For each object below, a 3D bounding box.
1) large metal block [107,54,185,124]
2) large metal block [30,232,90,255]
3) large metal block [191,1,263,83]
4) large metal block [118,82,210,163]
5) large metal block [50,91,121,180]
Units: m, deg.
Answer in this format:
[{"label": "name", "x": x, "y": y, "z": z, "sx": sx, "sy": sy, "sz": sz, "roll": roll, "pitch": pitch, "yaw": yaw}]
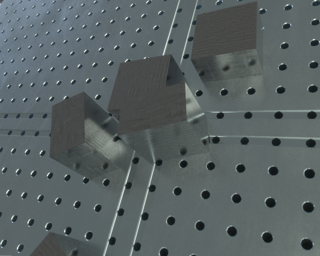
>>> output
[{"label": "large metal block", "x": -0.017, "y": -0.049, "z": 0.430, "sx": 0.080, "sy": 0.050, "sz": 0.080, "roll": -4, "pitch": 60, "yaw": 26}, {"label": "large metal block", "x": -0.113, "y": 0.177, "z": 0.341, "sx": 0.080, "sy": 0.050, "sz": 0.080, "roll": 33, "pitch": 80, "yaw": 38}, {"label": "large metal block", "x": 0.092, "y": -0.112, "z": 0.412, "sx": 0.080, "sy": 0.050, "sz": 0.080, "roll": -4, "pitch": 60, "yaw": 26}, {"label": "large metal block", "x": 0.007, "y": -0.002, "z": 0.369, "sx": 0.080, "sy": 0.080, "sz": 0.050, "roll": -13, "pitch": 57, "yaw": 21}, {"label": "large metal block", "x": -0.098, "y": 0.012, "z": 0.415, "sx": 0.050, "sy": 0.080, "sz": 0.080, "roll": -22, "pitch": 54, "yaw": 15}]
